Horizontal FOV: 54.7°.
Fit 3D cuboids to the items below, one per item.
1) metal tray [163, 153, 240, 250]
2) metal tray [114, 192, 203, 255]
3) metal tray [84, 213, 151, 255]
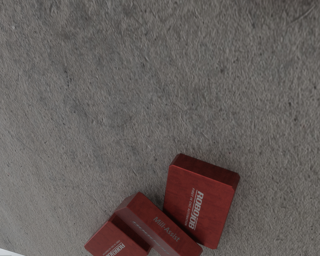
[{"bbox_3d":[0.053,0.107,0.442,0.090,0.030,0.129,18,126,17],"label":"metal tray"},{"bbox_3d":[-0.006,0.160,0.484,0.130,0.030,0.090,43,152,-2],"label":"metal tray"},{"bbox_3d":[-0.079,0.218,0.580,0.090,0.030,0.129,40,129,0],"label":"metal tray"}]
